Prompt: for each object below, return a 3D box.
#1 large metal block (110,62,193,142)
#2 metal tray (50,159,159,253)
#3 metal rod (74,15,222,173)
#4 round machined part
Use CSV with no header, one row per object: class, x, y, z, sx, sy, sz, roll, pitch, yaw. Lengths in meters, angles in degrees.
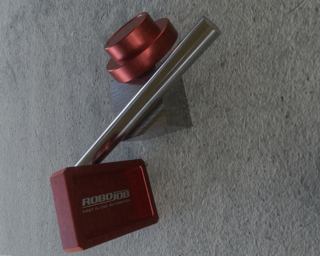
large metal block,-0.013,-0.031,0.397,0.080,0.050,0.080,-18,79,38
metal tray,-0.064,0.090,0.387,0.030,0.131,0.090,-25,75,37
metal rod,-0.041,-0.008,0.371,0.299,0.025,0.025,-45,63,30
round machined part,-0.030,-0.104,0.381,0.098,0.042,0.098,-31,29,20
